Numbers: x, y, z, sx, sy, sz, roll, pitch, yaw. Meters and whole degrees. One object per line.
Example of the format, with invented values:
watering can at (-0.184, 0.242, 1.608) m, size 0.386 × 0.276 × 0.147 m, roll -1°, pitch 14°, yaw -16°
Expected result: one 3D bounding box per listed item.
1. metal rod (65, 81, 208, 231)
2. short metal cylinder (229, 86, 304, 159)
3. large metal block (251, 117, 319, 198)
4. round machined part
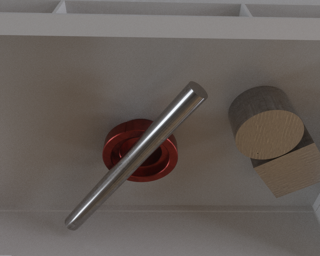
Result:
metal rod at (-0.047, 0.053, 0.398) m, size 0.025 × 0.025 × 0.299 m, roll 29°, pitch 124°, yaw -23°
short metal cylinder at (0.131, -0.006, 0.390) m, size 0.081 × 0.050 × 0.079 m, roll 0°, pitch 130°, yaw 0°
large metal block at (0.179, 0.044, 0.433) m, size 0.080 × 0.050 × 0.080 m, roll -28°, pitch 125°, yaw 21°
round machined part at (-0.026, 0.026, 0.420) m, size 0.099 × 0.042 × 0.097 m, roll -1°, pitch 130°, yaw 0°
